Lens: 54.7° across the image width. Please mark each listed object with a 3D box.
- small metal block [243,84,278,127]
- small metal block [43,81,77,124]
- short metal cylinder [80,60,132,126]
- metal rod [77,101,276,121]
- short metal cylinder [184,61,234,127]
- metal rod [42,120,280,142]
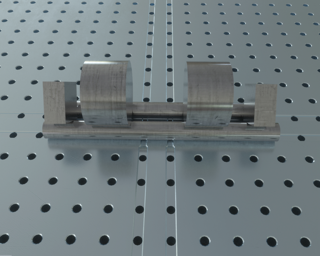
[{"bbox_3d":[0.124,-0.030,0.388,0.025,0.050,0.050,0,9,1],"label":"small metal block"},{"bbox_3d":[-0.124,-0.033,0.389,0.025,0.050,0.050,0,8,1],"label":"small metal block"},{"bbox_3d":[-0.062,-0.042,0.379,0.050,0.080,0.080,1,50,0],"label":"short metal cylinder"},{"bbox_3d":[0.005,-0.023,0.427,0.302,0.025,0.025,1,50,0],"label":"metal rod"},{"bbox_3d":[0.056,-0.041,0.378,0.050,0.080,0.080,1,50,0],"label":"short metal cylinder"},{"bbox_3d":[0.002,0.003,0.405,0.302,0.025,0.025,1,50,0],"label":"metal rod"}]
